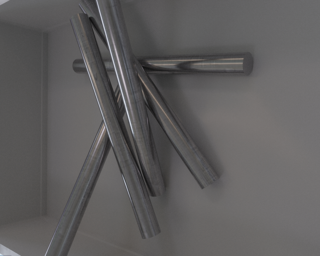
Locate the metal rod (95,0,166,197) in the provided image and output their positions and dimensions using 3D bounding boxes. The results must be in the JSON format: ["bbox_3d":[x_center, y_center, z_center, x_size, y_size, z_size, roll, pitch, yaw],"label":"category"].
[{"bbox_3d":[-0.036,-0.051,0.358,0.025,0.025,0.298,6,118,40],"label":"metal rod"}]

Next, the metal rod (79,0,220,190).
[{"bbox_3d":[-0.022,-0.056,0.397,0.025,0.025,0.299,-43,73,31],"label":"metal rod"}]

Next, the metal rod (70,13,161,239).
[{"bbox_3d":[-0.059,-0.006,0.402,0.025,0.025,0.299,-23,84,38],"label":"metal rod"}]

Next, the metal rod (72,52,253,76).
[{"bbox_3d":[-0.021,-0.086,0.424,0.300,0.025,0.025,9,96,39],"label":"metal rod"}]

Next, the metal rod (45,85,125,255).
[{"bbox_3d":[-0.094,0.068,0.400,0.025,0.025,0.299,3,65,40],"label":"metal rod"}]
